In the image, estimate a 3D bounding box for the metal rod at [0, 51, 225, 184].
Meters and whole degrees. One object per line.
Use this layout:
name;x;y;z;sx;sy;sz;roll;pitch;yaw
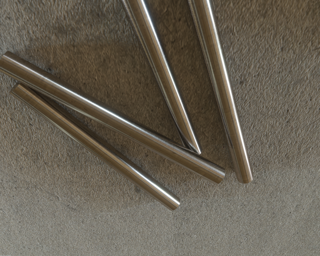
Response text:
metal rod;-0.046;-0.004;0.382;0.301;0.025;0.025;29;125;-15

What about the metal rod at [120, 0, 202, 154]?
metal rod;-0.003;-0.076;0.342;0.025;0.025;0.299;-15;129;12

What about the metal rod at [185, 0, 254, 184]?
metal rod;0.080;-0.033;0.379;0.025;0.025;0.299;-15;129;12

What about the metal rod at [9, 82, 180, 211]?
metal rod;-0.072;0.038;0.438;0.025;0.025;0.300;-32;123;24
